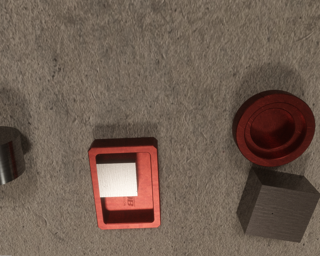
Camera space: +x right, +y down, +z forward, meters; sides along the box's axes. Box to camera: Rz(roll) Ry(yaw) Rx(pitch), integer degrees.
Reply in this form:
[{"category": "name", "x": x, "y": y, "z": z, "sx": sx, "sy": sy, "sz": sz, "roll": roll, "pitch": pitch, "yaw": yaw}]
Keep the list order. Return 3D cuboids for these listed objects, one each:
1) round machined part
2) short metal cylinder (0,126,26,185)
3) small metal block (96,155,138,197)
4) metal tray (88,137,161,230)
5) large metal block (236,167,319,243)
[{"category": "round machined part", "x": 0.143, "y": -0.002, "z": 0.402, "sx": 0.099, "sy": 0.042, "sz": 0.097, "roll": 0, "pitch": 110, "yaw": -1}, {"category": "short metal cylinder", "x": -0.217, "y": 0.035, "z": 0.390, "sx": 0.081, "sy": 0.080, "sz": 0.050, "roll": 0, "pitch": 110, "yaw": -1}, {"category": "small metal block", "x": -0.056, "y": 0.065, "z": 0.419, "sx": 0.050, "sy": 0.025, "sz": 0.050, "roll": -2, "pitch": 110, "yaw": 0}, {"category": "metal tray", "x": -0.046, "y": 0.079, "z": 0.435, "sx": 0.091, "sy": 0.030, "sz": 0.129, "roll": -2, "pitch": 110, "yaw": 0}, {"category": "large metal block", "x": 0.164, "y": 0.108, "z": 0.439, "sx": 0.081, "sy": 0.050, "sz": 0.079, "roll": 10, "pitch": 110, "yaw": -4}]
